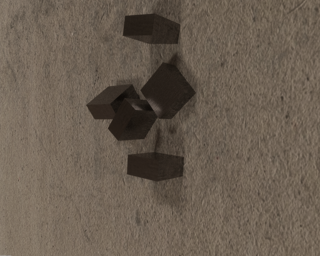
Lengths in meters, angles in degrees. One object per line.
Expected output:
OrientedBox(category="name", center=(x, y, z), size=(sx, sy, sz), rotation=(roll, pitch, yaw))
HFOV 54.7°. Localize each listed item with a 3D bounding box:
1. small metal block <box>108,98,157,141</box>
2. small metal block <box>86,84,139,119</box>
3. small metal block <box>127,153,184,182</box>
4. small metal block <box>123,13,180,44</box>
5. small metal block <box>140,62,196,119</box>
OrientedBox(category="small metal block", center=(-0.034, -0.011, 0.414), size=(0.025, 0.050, 0.050), rotation=(46, 118, 29))
OrientedBox(category="small metal block", center=(-0.066, -0.037, 0.438), size=(0.050, 0.050, 0.025), rotation=(1, 128, 39))
OrientedBox(category="small metal block", center=(-0.005, 0.048, 0.391), size=(0.050, 0.050, 0.025), rotation=(6, 94, 39))
OrientedBox(category="small metal block", center=(-0.010, -0.125, 0.395), size=(0.050, 0.050, 0.025), rotation=(13, 98, 39))
OrientedBox(category="small metal block", center=(0.009, -0.047, 0.395), size=(0.050, 0.025, 0.050), rotation=(-47, 62, 29))
